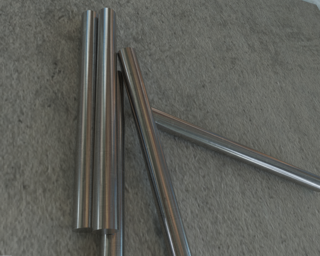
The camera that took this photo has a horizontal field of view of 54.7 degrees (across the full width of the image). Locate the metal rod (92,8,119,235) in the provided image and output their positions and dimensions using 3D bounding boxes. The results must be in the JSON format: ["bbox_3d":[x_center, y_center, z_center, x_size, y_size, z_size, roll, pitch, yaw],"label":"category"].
[{"bbox_3d":[-0.063,-0.032,0.364,0.025,0.025,0.299,10,57,-24],"label":"metal rod"}]

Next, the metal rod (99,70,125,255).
[{"bbox_3d":[-0.051,0.060,0.340,0.025,0.025,0.299,11,57,-23],"label":"metal rod"}]

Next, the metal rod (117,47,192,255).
[{"bbox_3d":[-0.006,0.037,0.363,0.025,0.025,0.299,-4,69,-31],"label":"metal rod"}]

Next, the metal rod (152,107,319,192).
[{"bbox_3d":[0.116,0.036,0.446,0.302,0.025,0.025,22,54,-16],"label":"metal rod"}]

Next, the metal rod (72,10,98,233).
[{"bbox_3d":[-0.087,-0.030,0.376,0.025,0.025,0.299,8,58,-24],"label":"metal rod"}]
